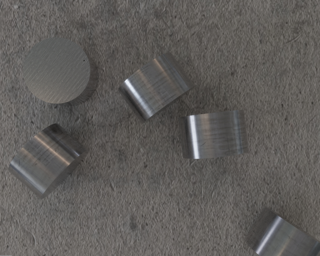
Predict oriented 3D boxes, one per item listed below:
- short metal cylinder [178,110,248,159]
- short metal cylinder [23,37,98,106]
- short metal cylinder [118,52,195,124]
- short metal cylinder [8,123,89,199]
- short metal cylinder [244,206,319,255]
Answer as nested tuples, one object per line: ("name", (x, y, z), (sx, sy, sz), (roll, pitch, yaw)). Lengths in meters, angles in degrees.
("short metal cylinder", (0.065, 0.007, 0.383), (0.080, 0.080, 0.050), (-7, 90, 0))
("short metal cylinder", (-0.124, -0.069, 0.396), (0.081, 0.050, 0.080), (0, 90, 0))
("short metal cylinder", (-0.004, -0.048, 0.382), (0.080, 0.080, 0.050), (-36, 90, 0))
("short metal cylinder", (-0.135, 0.040, 0.381), (0.050, 0.080, 0.080), (42, 90, 0))
("short metal cylinder", (0.153, 0.141, 0.384), (0.080, 0.080, 0.050), (33, 90, 0))
